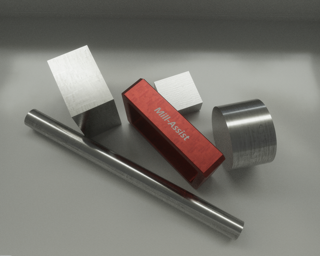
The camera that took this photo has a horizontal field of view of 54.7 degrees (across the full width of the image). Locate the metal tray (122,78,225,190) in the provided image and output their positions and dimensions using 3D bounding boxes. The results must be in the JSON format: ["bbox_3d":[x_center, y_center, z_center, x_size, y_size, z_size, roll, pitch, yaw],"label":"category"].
[{"bbox_3d":[0.012,0.010,0.369,0.030,0.090,0.130,-42,76,-14],"label":"metal tray"}]

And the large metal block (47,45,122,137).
[{"bbox_3d":[-0.092,-0.042,0.393,0.050,0.080,0.080,-25,72,-9],"label":"large metal block"}]

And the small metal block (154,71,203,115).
[{"bbox_3d":[0.024,-0.044,0.423,0.050,0.025,0.050,-19,71,-7],"label":"small metal block"}]

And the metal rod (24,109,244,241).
[{"bbox_3d":[-0.039,0.054,0.388,0.301,0.025,0.025,27,72,9],"label":"metal rod"}]

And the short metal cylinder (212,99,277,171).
[{"bbox_3d":[0.099,0.008,0.377,0.050,0.080,0.080,-11,71,-3],"label":"short metal cylinder"}]
